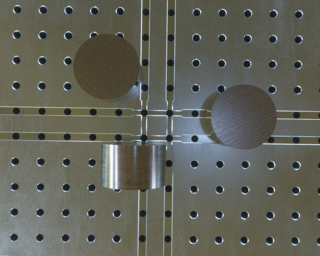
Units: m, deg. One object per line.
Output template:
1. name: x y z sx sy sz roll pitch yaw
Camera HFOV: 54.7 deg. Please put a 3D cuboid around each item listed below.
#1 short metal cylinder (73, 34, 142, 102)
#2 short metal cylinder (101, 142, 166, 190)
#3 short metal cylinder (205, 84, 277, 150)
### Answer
1. short metal cylinder: -0.065 -0.074 0.400 0.081 0.050 0.079 0 90 0
2. short metal cylinder: -0.033 0.044 0.386 0.081 0.080 0.050 1 90 0
3. short metal cylinder: 0.102 -0.013 0.402 0.081 0.050 0.079 0 90 0
